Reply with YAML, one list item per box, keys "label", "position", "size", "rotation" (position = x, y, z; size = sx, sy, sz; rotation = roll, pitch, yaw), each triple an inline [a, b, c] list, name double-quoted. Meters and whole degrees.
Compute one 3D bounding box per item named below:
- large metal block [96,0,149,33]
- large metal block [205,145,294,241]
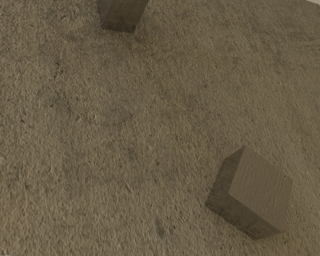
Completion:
- label: "large metal block"
  position: [-0.058, -0.202, 0.461]
  size: [0.050, 0.080, 0.080]
  rotation: [-1, 62, -29]
- label: "large metal block"
  position: [0.116, 0.083, 0.399]
  size: [0.080, 0.050, 0.080]
  rotation: [36, 51, -4]
